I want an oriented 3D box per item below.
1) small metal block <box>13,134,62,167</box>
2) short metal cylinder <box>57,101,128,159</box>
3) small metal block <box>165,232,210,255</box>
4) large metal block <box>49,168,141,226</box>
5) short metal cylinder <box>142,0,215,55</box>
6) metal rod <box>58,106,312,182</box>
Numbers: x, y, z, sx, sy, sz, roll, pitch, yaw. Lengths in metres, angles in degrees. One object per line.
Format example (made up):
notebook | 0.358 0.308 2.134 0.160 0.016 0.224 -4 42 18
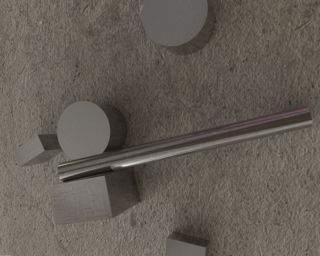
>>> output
small metal block | -0.175 0.032 0.456 0.050 0.050 0.025 -31 80 17
short metal cylinder | -0.092 0.004 0.427 0.080 0.050 0.079 0 90 19
small metal block | 0.034 0.167 0.396 0.050 0.025 0.050 7 92 19
large metal block | -0.083 0.087 0.408 0.080 0.080 0.050 -13 86 19
short metal cylinder | 0.025 -0.136 0.386 0.080 0.050 0.079 0 90 19
metal rod | 0.022 0.022 0.371 0.301 0.025 0.025 -13 86 8
